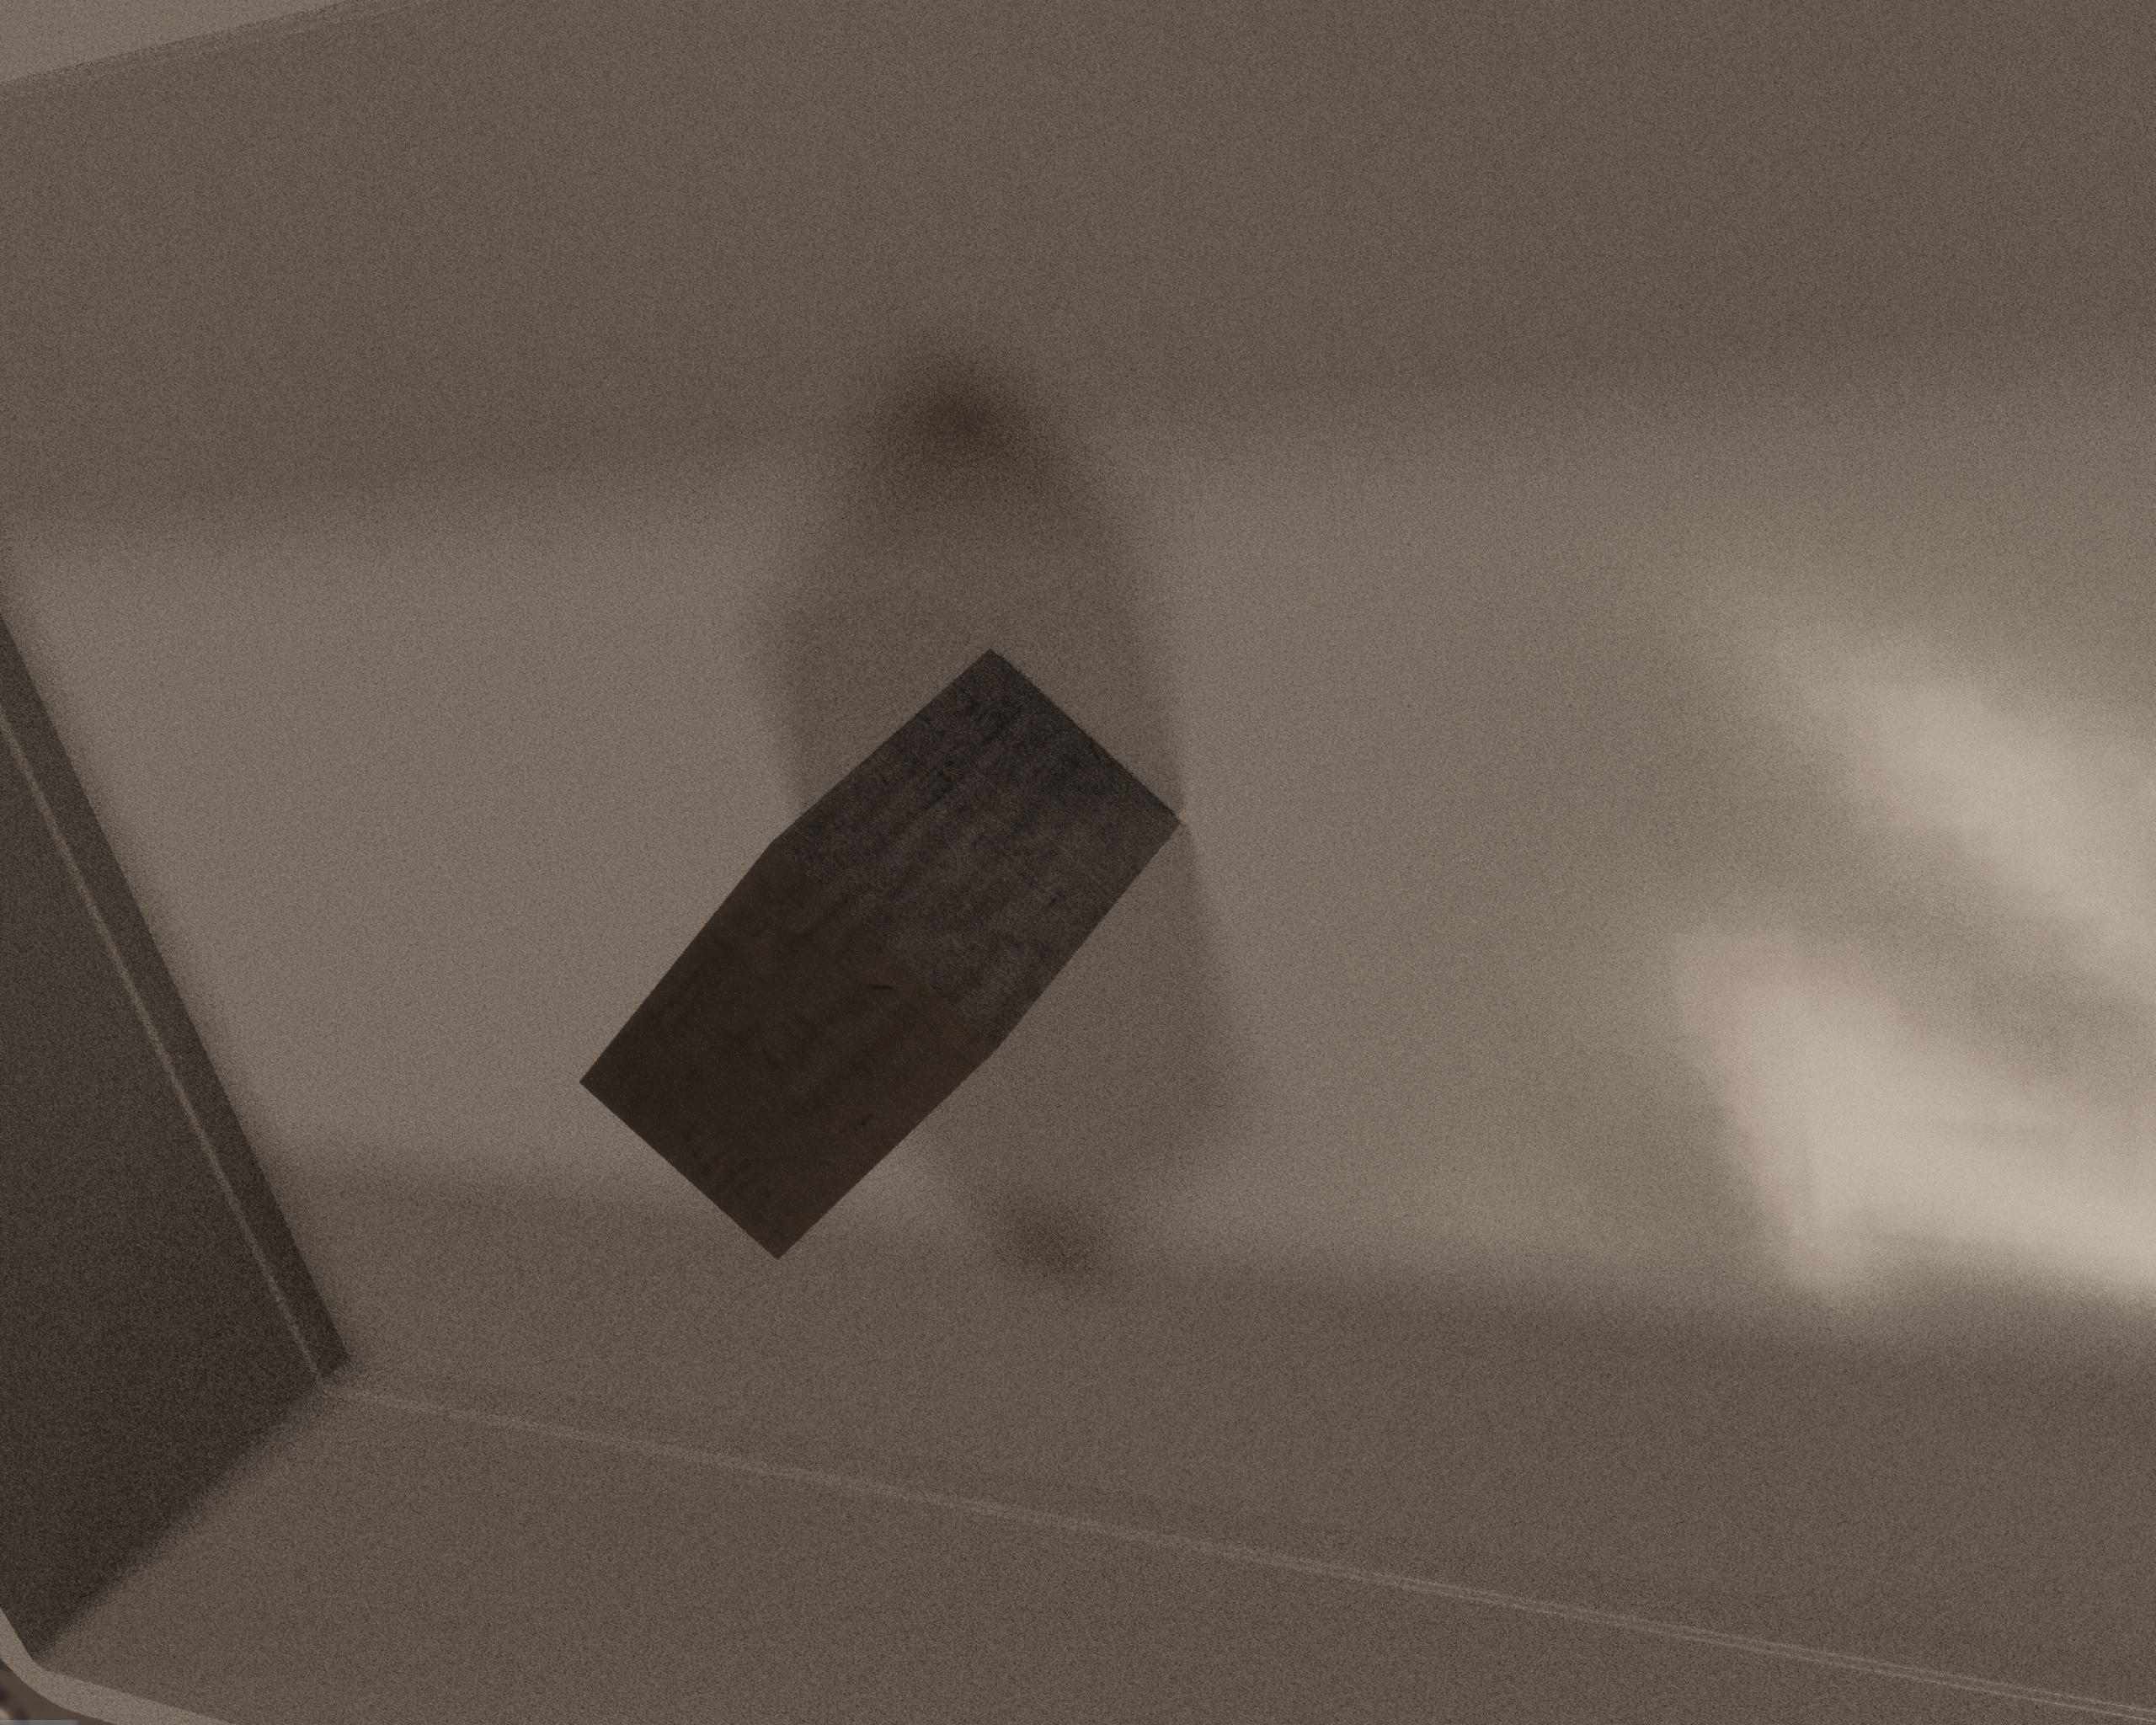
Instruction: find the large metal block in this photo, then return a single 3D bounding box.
[{"bbox_3d":[-0.037,0.017,0.397,0.050,0.080,0.080,43,129,-2],"label":"large metal block"}]
